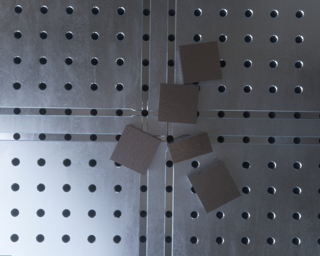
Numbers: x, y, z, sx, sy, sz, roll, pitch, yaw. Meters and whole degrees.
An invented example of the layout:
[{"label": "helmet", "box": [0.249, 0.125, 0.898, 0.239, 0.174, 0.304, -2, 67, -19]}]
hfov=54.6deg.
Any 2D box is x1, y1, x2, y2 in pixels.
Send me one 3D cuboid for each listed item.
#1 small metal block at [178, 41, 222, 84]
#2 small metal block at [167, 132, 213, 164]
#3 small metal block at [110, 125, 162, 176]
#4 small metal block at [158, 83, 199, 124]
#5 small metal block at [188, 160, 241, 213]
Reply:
[{"label": "small metal block", "box": [0.053, -0.085, 0.414, 0.050, 0.025, 0.050, -7, 90, 0]}, {"label": "small metal block", "box": [0.037, 0.024, 0.401, 0.050, 0.050, 0.025, -17, 90, 0]}, {"label": "small metal block", "box": [-0.031, 0.029, 0.413, 0.050, 0.025, 0.050, 26, 90, 0]}, {"label": "small metal block", "box": [0.024, -0.032, 0.413, 0.050, 0.025, 0.050, 4, 90, 0]}, {"label": "small metal block", "box": [0.072, 0.077, 0.414, 0.050, 0.025, 0.050, -28, 90, 0]}]
